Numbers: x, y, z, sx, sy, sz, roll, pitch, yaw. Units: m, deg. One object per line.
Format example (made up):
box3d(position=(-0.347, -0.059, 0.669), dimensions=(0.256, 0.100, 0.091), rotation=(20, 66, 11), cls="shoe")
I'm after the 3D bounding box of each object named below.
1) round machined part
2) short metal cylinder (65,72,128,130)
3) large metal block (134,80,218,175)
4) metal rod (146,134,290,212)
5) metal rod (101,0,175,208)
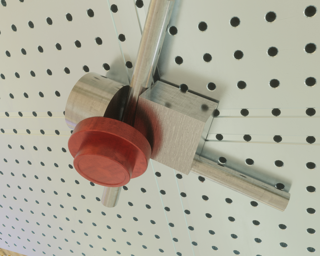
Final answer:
box3d(position=(-0.063, 0.035, 0.369), dimensions=(0.098, 0.042, 0.097), rotation=(9, 140, 8), cls="round machined part")
box3d(position=(-0.075, -0.025, 0.397), dimensions=(0.050, 0.080, 0.079), rotation=(23, 127, 14), cls="short metal cylinder")
box3d(position=(0.016, -0.001, 0.380), dimensions=(0.080, 0.050, 0.079), rotation=(23, 127, 13), cls="large metal block")
box3d(position=(0.022, 0.037, 0.421), dimensions=(0.301, 0.025, 0.025), rotation=(22, 127, 14), cls="metal rod")
box3d(position=(-0.036, -0.013, 0.396), dimensions=(0.025, 0.025, 0.298), rotation=(25, 120, 12), cls="metal rod")
